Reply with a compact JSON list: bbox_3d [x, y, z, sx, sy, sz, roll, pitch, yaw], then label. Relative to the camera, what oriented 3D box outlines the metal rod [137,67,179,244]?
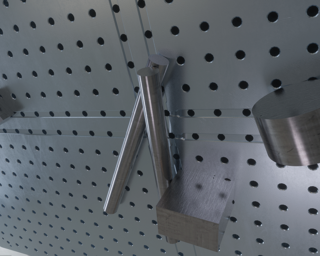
[{"bbox_3d":[0.004,0.059,0.428,0.025,0.025,0.298,9,128,23],"label":"metal rod"}]

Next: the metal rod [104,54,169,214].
[{"bbox_3d":[-0.044,0.030,0.452,0.025,0.025,0.298,29,128,10],"label":"metal rod"}]

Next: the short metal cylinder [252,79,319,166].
[{"bbox_3d":[0.137,-0.007,0.300,0.080,0.080,0.050,-13,112,33],"label":"short metal cylinder"}]

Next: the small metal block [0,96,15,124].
[{"bbox_3d":[-0.294,-0.031,0.547,0.050,0.025,0.050,-26,105,37],"label":"small metal block"}]

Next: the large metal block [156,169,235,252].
[{"bbox_3d":[0.050,0.106,0.415,0.080,0.080,0.050,10,123,23],"label":"large metal block"}]
